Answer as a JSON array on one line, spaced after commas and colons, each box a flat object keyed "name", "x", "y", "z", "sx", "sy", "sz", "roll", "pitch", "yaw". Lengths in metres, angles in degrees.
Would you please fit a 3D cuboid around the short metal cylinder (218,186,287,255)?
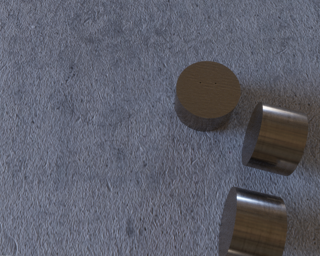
[{"name": "short metal cylinder", "x": 0.099, "y": 0.109, "z": 0.339, "sx": 0.050, "sy": 0.080, "sz": 0.080, "roll": 12, "pitch": 71, "yaw": 4}]

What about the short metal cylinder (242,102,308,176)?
[{"name": "short metal cylinder", "x": 0.136, "y": 0.013, "z": 0.375, "sx": 0.050, "sy": 0.080, "sz": 0.080, "roll": 14, "pitch": 71, "yaw": 5}]

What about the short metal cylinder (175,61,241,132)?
[{"name": "short metal cylinder", "x": 0.061, "y": -0.041, "z": 0.410, "sx": 0.081, "sy": 0.050, "sz": 0.080, "roll": 0, "pitch": 70, "yaw": 0}]
